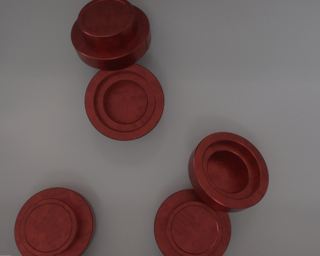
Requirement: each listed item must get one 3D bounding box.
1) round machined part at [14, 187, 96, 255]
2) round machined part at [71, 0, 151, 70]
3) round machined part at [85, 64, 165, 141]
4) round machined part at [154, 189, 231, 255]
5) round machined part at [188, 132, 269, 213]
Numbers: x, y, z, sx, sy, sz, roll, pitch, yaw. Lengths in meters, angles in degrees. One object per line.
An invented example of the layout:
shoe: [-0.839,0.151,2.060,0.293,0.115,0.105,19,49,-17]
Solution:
round machined part: [-0.134,0.124,0.389,0.099,0.042,0.098,0,74,-1]
round machined part: [-0.062,-0.123,0.382,0.099,0.042,0.098,-2,61,4]
round machined part: [-0.044,-0.033,0.402,0.099,0.042,0.097,0,90,0]
round machined part: [0.041,0.127,0.393,0.099,0.042,0.098,0,77,-1]
round machined part: [0.081,0.058,0.389,0.099,0.042,0.098,8,60,-13]
